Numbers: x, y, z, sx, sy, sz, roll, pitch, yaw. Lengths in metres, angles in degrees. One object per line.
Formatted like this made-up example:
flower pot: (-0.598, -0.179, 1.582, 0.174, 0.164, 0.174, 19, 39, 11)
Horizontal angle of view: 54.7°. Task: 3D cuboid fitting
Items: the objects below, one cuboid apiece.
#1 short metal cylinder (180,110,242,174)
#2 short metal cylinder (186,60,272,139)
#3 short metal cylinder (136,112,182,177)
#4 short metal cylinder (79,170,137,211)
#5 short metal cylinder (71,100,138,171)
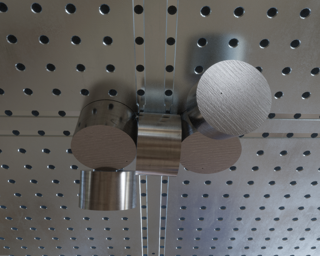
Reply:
short metal cylinder: (0.062, 0.015, 0.408, 0.081, 0.050, 0.079, 0, 130, 0)
short metal cylinder: (0.074, -0.029, 0.343, 0.081, 0.080, 0.050, 7, 171, -6)
short metal cylinder: (-0.003, 0.021, 0.393, 0.050, 0.080, 0.079, 4, 130, -4)
short metal cylinder: (-0.073, 0.085, 0.440, 0.081, 0.050, 0.080, 1, 174, 0)
short metal cylinder: (-0.070, 0.011, 0.402, 0.081, 0.050, 0.079, 0, 130, 0)
